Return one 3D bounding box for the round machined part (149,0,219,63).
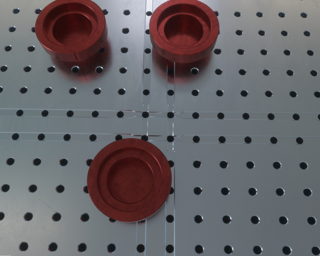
[{"bbox_3d":[0.034,-0.137,0.453,0.099,0.042,0.098,0,70,0],"label":"round machined part"}]

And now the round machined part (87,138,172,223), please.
[{"bbox_3d":[-0.035,0.065,0.379,0.099,0.042,0.098,0,70,0],"label":"round machined part"}]

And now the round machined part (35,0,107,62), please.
[{"bbox_3d":[-0.125,-0.139,0.453,0.099,0.042,0.098,0,70,0],"label":"round machined part"}]
